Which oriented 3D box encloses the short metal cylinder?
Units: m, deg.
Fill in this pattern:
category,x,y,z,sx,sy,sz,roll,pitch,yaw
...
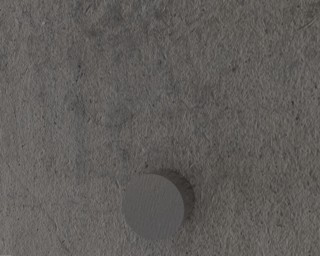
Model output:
category,x,y,z,sx,sy,sz,roll,pitch,yaw
short metal cylinder,-0.001,0.095,0.396,0.080,0.050,0.080,0,90,20
